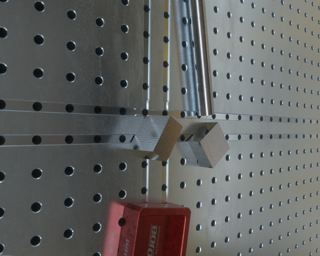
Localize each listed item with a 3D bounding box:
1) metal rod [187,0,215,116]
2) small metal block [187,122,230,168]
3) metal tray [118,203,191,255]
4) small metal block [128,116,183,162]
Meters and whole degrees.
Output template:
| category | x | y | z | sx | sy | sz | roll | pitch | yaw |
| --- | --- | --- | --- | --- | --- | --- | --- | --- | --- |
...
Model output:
| category | x | y | z | sx | sy | sz | roll | pitch | yaw |
| --- | --- | --- | --- | --- | --- | --- | --- | --- | --- |
| metal rod | 0.055 | -0.167 | 0.457 | 0.025 | 0.025 | 0.298 | -10 | 97 | -40 |
| small metal block | 0.076 | 0.026 | 0.475 | 0.050 | 0.025 | 0.050 | -43 | 116 | -32 |
| metal tray | -0.009 | 0.166 | 0.400 | 0.091 | 0.030 | 0.129 | 13 | 82 | -40 |
| small metal block | -0.006 | 0.012 | 0.390 | 0.025 | 0.050 | 0.050 | 40 | 66 | -33 |
